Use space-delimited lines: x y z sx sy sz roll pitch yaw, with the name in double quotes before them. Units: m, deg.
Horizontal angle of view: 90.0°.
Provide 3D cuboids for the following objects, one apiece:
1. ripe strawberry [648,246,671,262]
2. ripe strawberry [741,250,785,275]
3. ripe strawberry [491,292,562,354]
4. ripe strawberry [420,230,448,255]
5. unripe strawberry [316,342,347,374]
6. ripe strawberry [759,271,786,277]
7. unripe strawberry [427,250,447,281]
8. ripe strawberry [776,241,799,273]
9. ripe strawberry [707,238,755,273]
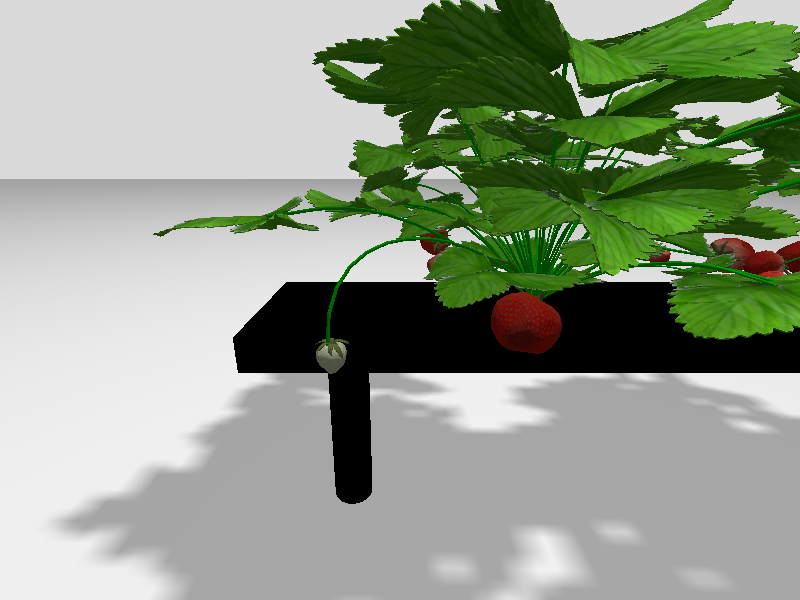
"ripe strawberry" 0.323 -0.055 0.501 0.028 0.025 0.026 24 -20 50
"ripe strawberry" 0.392 -0.037 0.435 0.033 0.033 0.036 1 18 23
"ripe strawberry" 0.082 0.016 0.263 0.045 0.039 0.046 7 21 21
"ripe strawberry" 0.047 -0.087 0.573 0.042 0.044 0.045 -6 18 -18
"unripe strawberry" -0.041 0.035 0.242 0.019 0.020 0.018 -14 23 -36
"ripe strawberry" 0.322 -0.009 0.351 0.031 0.033 0.029 -2 19 -3
"unripe strawberry" 0.046 -0.034 0.423 0.040 0.039 0.037 14 23 36
"ripe strawberry" 0.450 -0.047 0.449 0.043 0.043 0.047 12 22 34
"ripe strawberry" 0.385 -0.052 0.464 0.041 0.041 0.045 -7 20 -21
